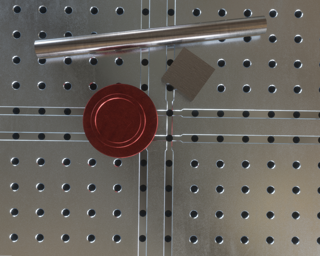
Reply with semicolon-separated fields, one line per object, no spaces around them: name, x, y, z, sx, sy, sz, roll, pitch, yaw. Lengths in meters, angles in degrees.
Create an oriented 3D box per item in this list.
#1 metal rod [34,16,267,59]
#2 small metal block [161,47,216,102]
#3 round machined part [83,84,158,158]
metal rod;-0.012;-0.120;0.413;0.302;0.025;0.025;-6;90;0
small metal block;0.037;-0.070;0.414;0.050;0.025;0.050;36;90;0
round machined part;-0.052;-0.009;0.404;0.099;0.042;0.097;0;90;0
